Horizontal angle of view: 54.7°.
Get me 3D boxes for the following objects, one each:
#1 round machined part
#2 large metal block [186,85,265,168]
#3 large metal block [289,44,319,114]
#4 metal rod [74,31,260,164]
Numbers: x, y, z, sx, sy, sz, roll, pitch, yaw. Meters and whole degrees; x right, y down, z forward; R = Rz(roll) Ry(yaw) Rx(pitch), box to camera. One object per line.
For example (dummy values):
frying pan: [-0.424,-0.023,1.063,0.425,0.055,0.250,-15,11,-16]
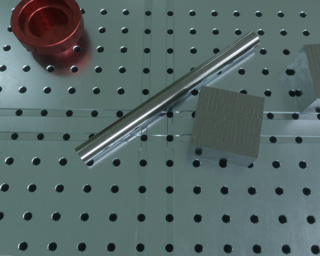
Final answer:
round machined part: [-0.161,-0.149,0.456,0.099,0.042,0.098,0,70,0]
large metal block: [0.083,-0.001,0.399,0.080,0.050,0.080,12,70,4]
large metal block: [0.234,-0.068,0.425,0.081,0.050,0.080,-3,70,-2]
metal rod: [0.018,-0.048,0.429,0.301,0.025,0.025,-35,74,-12]
